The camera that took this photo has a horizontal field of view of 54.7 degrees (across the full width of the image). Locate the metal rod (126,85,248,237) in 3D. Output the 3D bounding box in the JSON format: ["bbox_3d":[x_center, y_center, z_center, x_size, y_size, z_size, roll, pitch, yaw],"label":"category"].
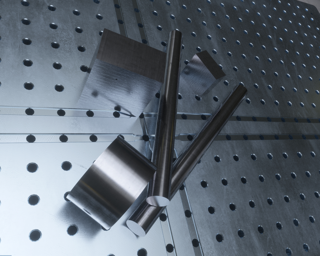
[{"bbox_3d":[0.055,0.023,0.425,0.025,0.025,0.301,43,51,1],"label":"metal rod"}]

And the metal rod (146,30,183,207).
[{"bbox_3d":[0.012,-0.038,0.422,0.025,0.025,0.300,21,49,-16],"label":"metal rod"}]

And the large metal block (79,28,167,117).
[{"bbox_3d":[-0.047,-0.065,0.389,0.081,0.080,0.050,18,55,-19],"label":"large metal block"}]

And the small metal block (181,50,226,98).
[{"bbox_3d":[0.066,-0.083,0.480,0.025,0.050,0.050,-28,78,-38],"label":"small metal block"}]

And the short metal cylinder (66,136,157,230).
[{"bbox_3d":[-0.048,0.054,0.315,0.050,0.080,0.080,40,51,-2],"label":"short metal cylinder"}]
